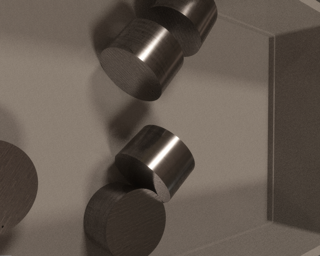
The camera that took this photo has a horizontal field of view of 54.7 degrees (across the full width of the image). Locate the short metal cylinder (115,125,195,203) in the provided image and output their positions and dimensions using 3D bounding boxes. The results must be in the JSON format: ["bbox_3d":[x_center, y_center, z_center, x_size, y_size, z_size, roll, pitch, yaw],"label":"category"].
[{"bbox_3d":[-0.006,0.043,0.368,0.050,0.080,0.080,-47,119,-30],"label":"short metal cylinder"}]

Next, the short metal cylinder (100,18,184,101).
[{"bbox_3d":[-0.020,-0.076,0.355,0.080,0.080,0.050,49,61,-29],"label":"short metal cylinder"}]

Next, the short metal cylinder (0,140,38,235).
[{"bbox_3d":[-0.153,0.048,0.263,0.081,0.050,0.079,0,90,-40],"label":"short metal cylinder"}]

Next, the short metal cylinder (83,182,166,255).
[{"bbox_3d":[-0.040,0.106,0.359,0.081,0.050,0.079,0,90,-40],"label":"short metal cylinder"}]

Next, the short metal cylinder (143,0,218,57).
[{"bbox_3d":[0.026,-0.137,0.394,0.080,0.080,0.050,44,63,-31],"label":"short metal cylinder"}]
